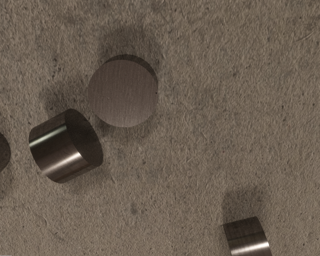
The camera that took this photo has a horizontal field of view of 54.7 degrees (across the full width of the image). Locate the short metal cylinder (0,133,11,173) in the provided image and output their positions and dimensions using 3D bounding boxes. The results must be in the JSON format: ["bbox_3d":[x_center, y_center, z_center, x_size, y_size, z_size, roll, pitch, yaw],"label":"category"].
[{"bbox_3d":[-0.248,0.039,0.407,0.081,0.050,0.079,0,110,-1],"label":"short metal cylinder"}]

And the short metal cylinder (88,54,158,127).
[{"bbox_3d":[-0.043,-0.047,0.379,0.081,0.050,0.079,0,110,-1],"label":"short metal cylinder"}]

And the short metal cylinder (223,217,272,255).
[{"bbox_3d":[0.127,0.174,0.446,0.050,0.080,0.080,-16,110,5],"label":"short metal cylinder"}]

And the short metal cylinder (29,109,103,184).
[{"bbox_3d":[-0.115,0.022,0.387,0.050,0.080,0.080,-27,108,9],"label":"short metal cylinder"}]
